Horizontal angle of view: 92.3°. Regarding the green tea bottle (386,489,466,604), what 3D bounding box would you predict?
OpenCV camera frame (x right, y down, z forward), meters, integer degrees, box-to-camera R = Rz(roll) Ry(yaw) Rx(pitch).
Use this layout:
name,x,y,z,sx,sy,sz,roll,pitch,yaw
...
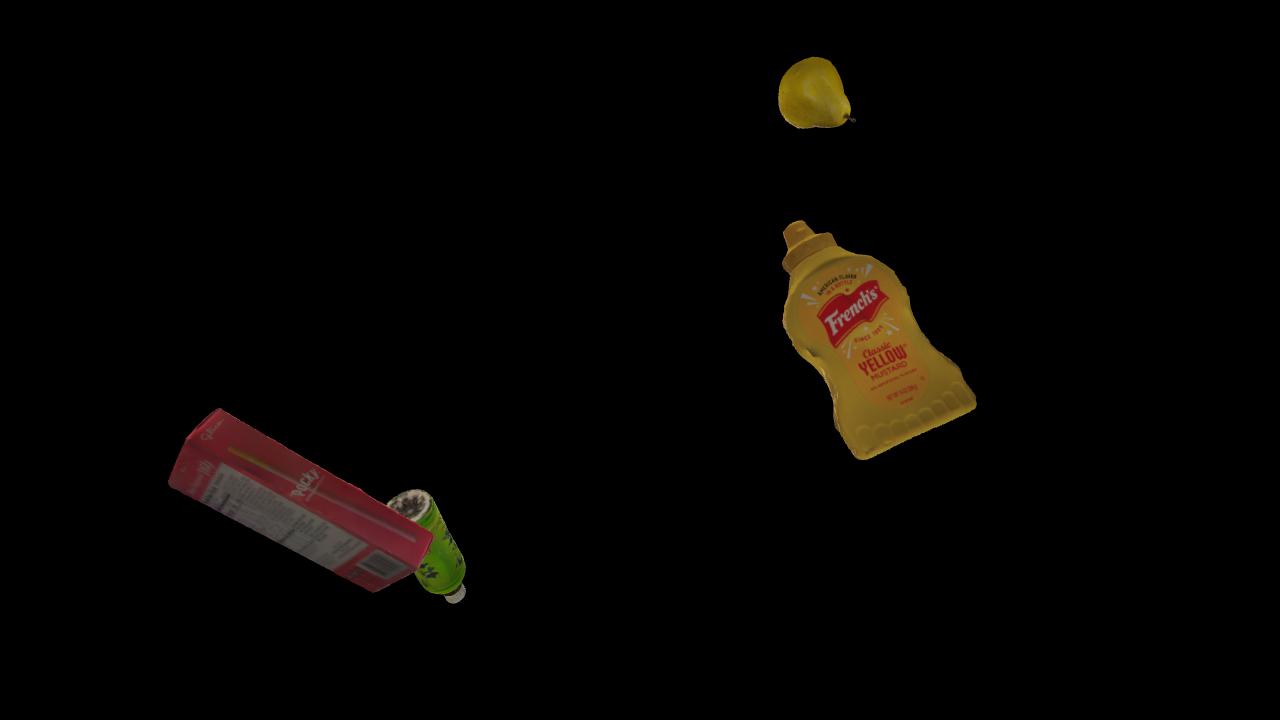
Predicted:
name,x,y,z,sx,sy,sz,roll,pitch,yaw
green tea bottle,-0.297,0.277,0.881,0.073,0.212,0.073,-6,39,5

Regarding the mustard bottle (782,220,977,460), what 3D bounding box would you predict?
name,x,y,z,sx,sy,sz,roll,pitch,yaw
mustard bottle,0.156,-0.026,0.455,0.092,0.184,0.054,-28,-17,10

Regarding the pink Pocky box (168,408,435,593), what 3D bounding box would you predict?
name,x,y,z,sx,sy,sz,roll,pitch,yaw
pink Pocky box,-0.220,0.098,0.403,0.155,0.029,0.084,38,-47,-19

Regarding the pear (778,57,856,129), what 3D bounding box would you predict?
name,x,y,z,sx,sy,sz,roll,pitch,yaw
pear,0.216,-0.300,0.721,0.080,0.111,0.080,-30,-26,-16
